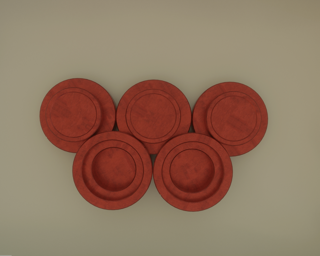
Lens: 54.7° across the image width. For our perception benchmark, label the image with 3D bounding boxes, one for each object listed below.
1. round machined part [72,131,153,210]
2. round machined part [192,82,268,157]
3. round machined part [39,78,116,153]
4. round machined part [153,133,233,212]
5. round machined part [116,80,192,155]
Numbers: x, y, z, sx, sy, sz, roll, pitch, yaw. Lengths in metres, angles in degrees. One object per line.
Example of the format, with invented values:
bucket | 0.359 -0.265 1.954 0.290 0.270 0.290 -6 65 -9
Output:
round machined part | -0.058 0.052 0.401 0.099 0.042 0.097 0 90 0
round machined part | 0.091 -0.011 0.401 0.099 0.042 0.097 0 89 0
round machined part | -0.106 -0.016 0.399 0.099 0.042 0.097 0 89 -1
round machined part | 0.040 0.054 0.401 0.099 0.042 0.097 0 90 0
round machined part | -0.008 -0.014 0.400 0.099 0.042 0.097 0 89 0
